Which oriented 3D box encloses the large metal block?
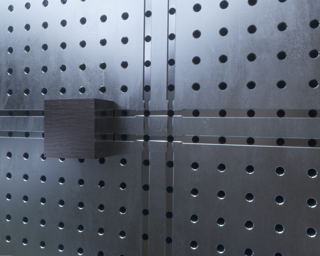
[{"bbox_3d":[-0.115,0.001,0.440,0.080,0.050,0.080,0,90,20],"label":"large metal block"}]
